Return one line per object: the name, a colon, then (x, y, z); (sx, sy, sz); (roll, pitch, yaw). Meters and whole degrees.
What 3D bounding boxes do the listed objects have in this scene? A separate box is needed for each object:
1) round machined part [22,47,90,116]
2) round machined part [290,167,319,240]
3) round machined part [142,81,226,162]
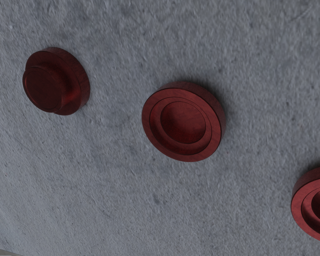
round machined part: (-0.152, -0.060, 0.436); (0.098, 0.042, 0.097); (13, 124, 20)
round machined part: (0.199, 0.080, 0.341); (0.098, 0.042, 0.097); (13, 124, 20)
round machined part: (0.031, -0.011, 0.372); (0.098, 0.042, 0.097); (13, 124, 20)
